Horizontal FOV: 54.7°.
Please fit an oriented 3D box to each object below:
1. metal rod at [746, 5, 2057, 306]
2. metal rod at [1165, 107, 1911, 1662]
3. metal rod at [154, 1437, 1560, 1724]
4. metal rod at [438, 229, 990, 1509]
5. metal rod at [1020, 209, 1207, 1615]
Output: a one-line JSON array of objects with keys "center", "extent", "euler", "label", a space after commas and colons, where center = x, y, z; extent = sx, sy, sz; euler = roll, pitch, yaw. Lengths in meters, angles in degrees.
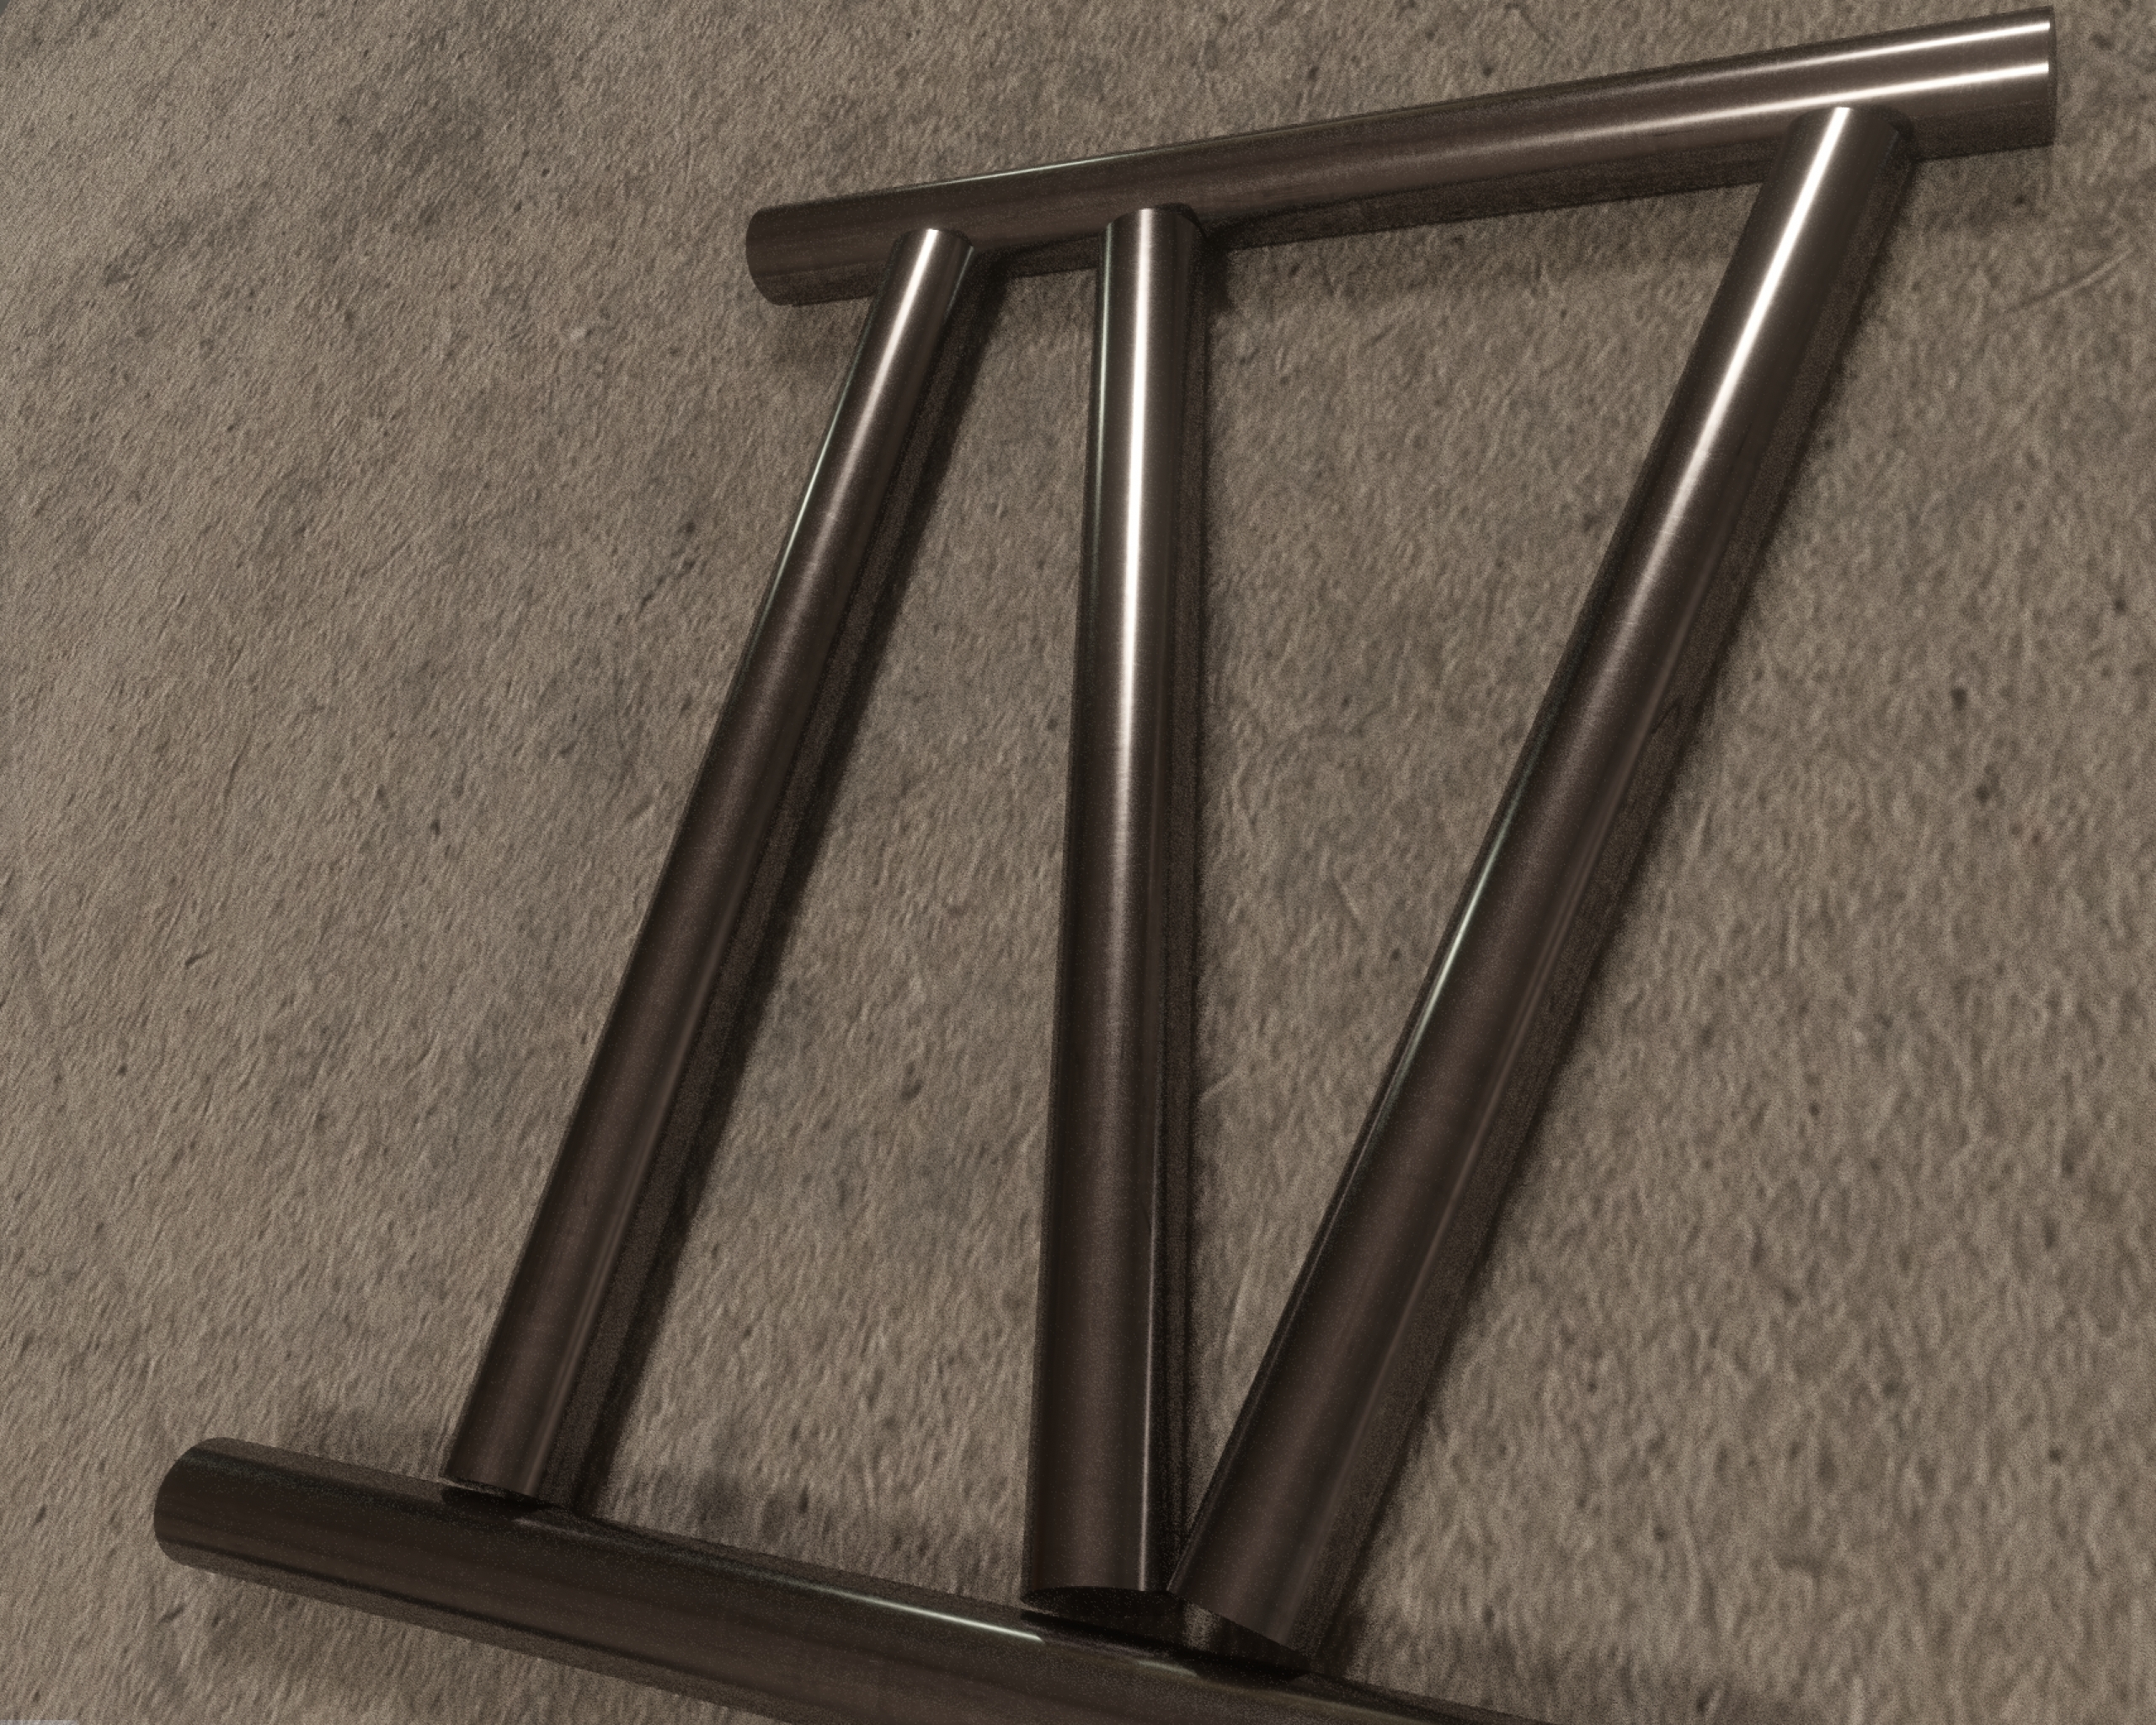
[{"center": [0.054, -0.154, 0.470], "extent": [0.300, 0.025, 0.025], "euler": [1, 62, 28], "label": "metal rod"}, {"center": [0.088, -0.011, 0.364], "extent": [0.025, 0.025, 0.300], "euler": [14, 69, 33], "label": "metal rod"}, {"center": [-0.040, 0.130, 0.344], "extent": [0.300, 0.025, 0.025], "euler": [1, 62, 28], "label": "metal rod"}, {"center": [-0.070, -0.015, 0.448], "extent": [0.025, 0.025, 0.300], "euler": [1, 62, 28], "label": "metal rod"}, {"center": [0.010, -0.012, 0.405], "extent": [0.025, 0.025, 0.299], "euler": [-11, 57, 22], "label": "metal rod"}]
